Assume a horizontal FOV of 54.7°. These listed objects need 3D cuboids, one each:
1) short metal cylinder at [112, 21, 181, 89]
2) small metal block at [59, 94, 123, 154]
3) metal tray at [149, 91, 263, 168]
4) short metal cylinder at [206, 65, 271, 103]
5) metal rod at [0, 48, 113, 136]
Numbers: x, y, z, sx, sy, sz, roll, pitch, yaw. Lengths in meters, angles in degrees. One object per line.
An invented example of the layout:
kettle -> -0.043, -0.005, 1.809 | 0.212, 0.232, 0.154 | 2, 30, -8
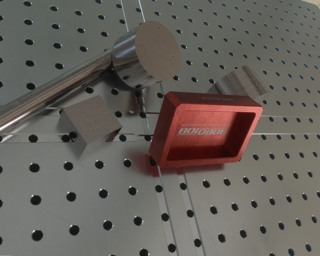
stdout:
short metal cylinder -> -0.018, -0.098, 0.424 | 0.081, 0.050, 0.080 | 10, 76, -41
small metal block -> -0.082, -0.006, 0.367 | 0.050, 0.025, 0.050 | -29, 78, -38
metal tray -> 0.059, 0.003, 0.394 | 0.131, 0.089, 0.030 | 0, 32, -28
short metal cylinder -> 0.116, -0.050, 0.466 | 0.081, 0.080, 0.050 | -22, 74, -36
metal rod -> -0.088, -0.078, 0.408 | 0.025, 0.025, 0.302 | 45, 51, 3
